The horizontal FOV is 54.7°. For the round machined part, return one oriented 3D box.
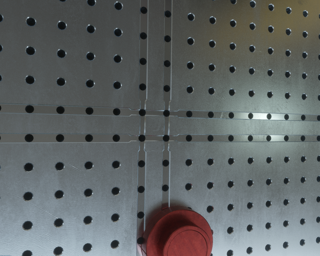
[{"bbox_3d":[0.029,0.159,0.416,0.099,0.042,0.097,0,90,-20],"label":"round machined part"}]
